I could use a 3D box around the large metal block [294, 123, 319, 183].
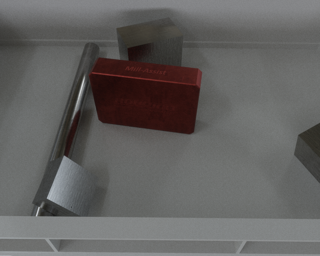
[{"bbox_3d":[0.217,0.030,0.354,0.080,0.050,0.080,-29,54,-3],"label":"large metal block"}]

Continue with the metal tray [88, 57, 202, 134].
[{"bbox_3d":[-0.017,-0.039,0.394,0.131,0.089,0.030,7,51,6],"label":"metal tray"}]

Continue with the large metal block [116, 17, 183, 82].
[{"bbox_3d":[-0.015,-0.108,0.460,0.081,0.080,0.050,-17,52,-14],"label":"large metal block"}]

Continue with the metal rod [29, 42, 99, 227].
[{"bbox_3d":[-0.118,-0.017,0.417,0.025,0.025,0.300,2,50,1],"label":"metal rod"}]

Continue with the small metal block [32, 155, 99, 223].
[{"bbox_3d":[-0.098,0.066,0.329,0.025,0.050,0.050,-23,41,33],"label":"small metal block"}]
